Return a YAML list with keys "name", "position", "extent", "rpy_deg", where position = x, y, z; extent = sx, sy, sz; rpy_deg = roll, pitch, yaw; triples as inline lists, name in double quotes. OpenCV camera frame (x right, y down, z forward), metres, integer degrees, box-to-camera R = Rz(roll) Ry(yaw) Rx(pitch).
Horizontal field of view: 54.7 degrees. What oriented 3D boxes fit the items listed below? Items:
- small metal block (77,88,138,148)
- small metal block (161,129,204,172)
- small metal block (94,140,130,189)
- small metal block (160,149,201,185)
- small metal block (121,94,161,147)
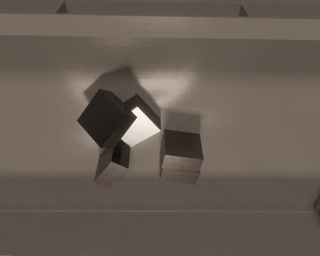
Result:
- name: "small metal block"
  position: [-0.064, -0.011, 0.372]
  extent: [0.050, 0.050, 0.025]
  rpy_deg: [-52, 156, 14]
- name: "small metal block"
  position: [0.029, 0.030, 0.419]
  extent: [0.050, 0.050, 0.025]
  rpy_deg: [8, 130, -7]
- name: "small metal block"
  position: [-0.066, 0.048, 0.433]
  extent: [0.025, 0.050, 0.050]
  rpy_deg: [27, 125, -21]
- name: "small metal block"
  position: [0.027, 0.049, 0.435]
  extent: [0.050, 0.050, 0.025]
  rpy_deg: [8, 130, -8]
- name: "small metal block"
  position: [-0.034, -0.008, 0.402]
  extent: [0.050, 0.025, 0.050]
  rpy_deg: [-29, 125, 22]
